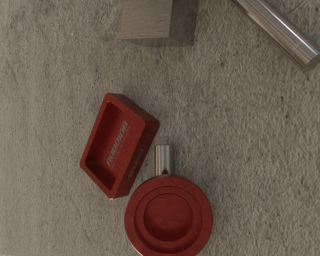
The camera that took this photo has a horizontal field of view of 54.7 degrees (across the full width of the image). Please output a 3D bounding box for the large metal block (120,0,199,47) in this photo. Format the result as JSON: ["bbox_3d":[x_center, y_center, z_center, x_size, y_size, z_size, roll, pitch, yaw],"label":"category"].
[{"bbox_3d":[-0.001,-0.147,0.387,0.080,0.050,0.079,11,97,39],"label":"large metal block"}]

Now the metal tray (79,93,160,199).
[{"bbox_3d":[-0.063,0.025,0.451,0.090,0.030,0.129,37,113,33],"label":"metal tray"}]

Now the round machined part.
[{"bbox_3d":[0.010,0.102,0.363,0.099,0.042,0.097,0,90,0],"label":"round machined part"}]

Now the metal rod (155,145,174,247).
[{"bbox_3d":[0.007,0.171,0.397,0.025,0.025,0.298,-1,89,39],"label":"metal rod"}]

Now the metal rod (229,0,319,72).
[{"bbox_3d":[0.066,-0.174,0.348,0.025,0.025,0.299,-48,62,29],"label":"metal rod"}]
